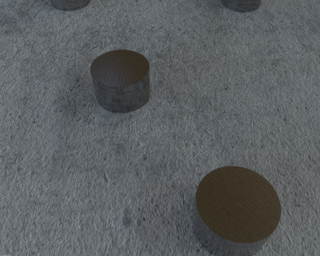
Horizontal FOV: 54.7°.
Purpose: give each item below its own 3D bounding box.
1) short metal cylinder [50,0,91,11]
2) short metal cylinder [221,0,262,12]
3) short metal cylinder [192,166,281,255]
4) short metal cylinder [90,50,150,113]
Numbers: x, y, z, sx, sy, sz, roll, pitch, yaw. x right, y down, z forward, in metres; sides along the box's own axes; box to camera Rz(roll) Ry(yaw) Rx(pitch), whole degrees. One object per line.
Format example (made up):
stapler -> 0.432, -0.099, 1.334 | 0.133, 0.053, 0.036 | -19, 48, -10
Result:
short metal cylinder -> -0.183, -0.278, 0.619 | 0.080, 0.050, 0.080 | 0, 50, 0
short metal cylinder -> 0.166, -0.276, 0.620 | 0.080, 0.050, 0.080 | 0, 50, 0
short metal cylinder -> 0.075, 0.086, 0.315 | 0.080, 0.050, 0.080 | 0, 50, 0
short metal cylinder -> -0.055, -0.067, 0.443 | 0.080, 0.050, 0.080 | 0, 50, 0
